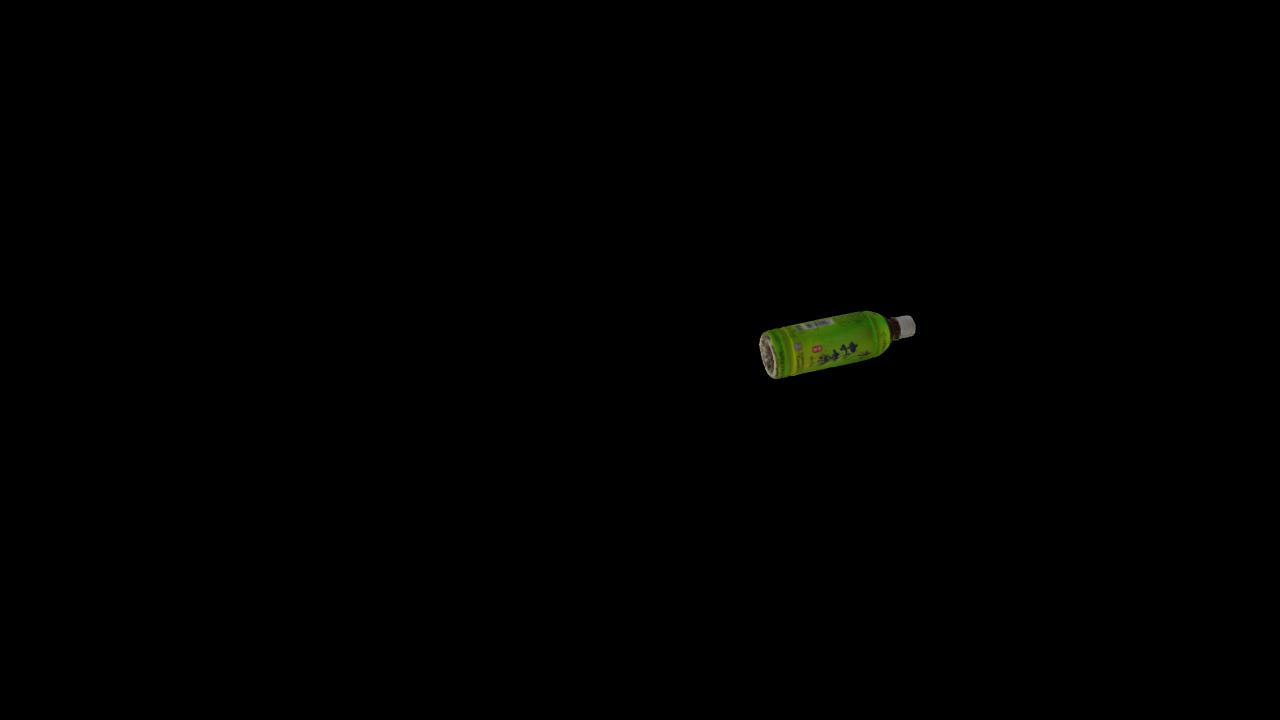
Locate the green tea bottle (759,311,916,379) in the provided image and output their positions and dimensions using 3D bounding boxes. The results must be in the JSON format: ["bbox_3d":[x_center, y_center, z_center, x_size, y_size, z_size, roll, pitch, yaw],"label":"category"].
[{"bbox_3d":[0.278,-0.028,0.858,0.212,0.073,0.073,-13,1,-3],"label":"green tea bottle"}]
